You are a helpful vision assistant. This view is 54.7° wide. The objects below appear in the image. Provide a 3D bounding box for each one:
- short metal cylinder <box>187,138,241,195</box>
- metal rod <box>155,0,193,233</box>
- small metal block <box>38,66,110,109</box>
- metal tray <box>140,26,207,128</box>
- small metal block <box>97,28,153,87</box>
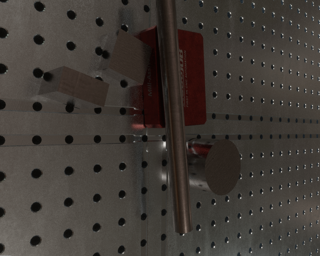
[{"bbox_3d":[0.074,0.055,0.458,0.081,0.050,0.079,0,90,-40],"label":"short metal cylinder"},{"bbox_3d":[0.017,-0.018,0.385,0.025,0.025,0.298,-8,96,-40],"label":"metal rod"},{"bbox_3d":[-0.089,-0.040,0.319,0.050,0.050,0.025,19,78,-39],"label":"small metal block"},{"bbox_3d":[0.021,-0.067,0.425,0.091,0.030,0.129,-5,93,-40],"label":"metal tray"},{"bbox_3d":[-0.041,-0.084,0.376,0.050,0.025,0.050,22,76,-38],"label":"small metal block"}]
